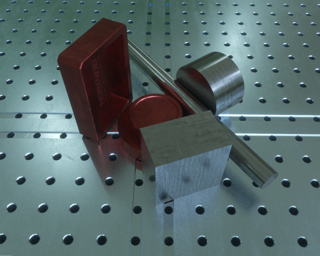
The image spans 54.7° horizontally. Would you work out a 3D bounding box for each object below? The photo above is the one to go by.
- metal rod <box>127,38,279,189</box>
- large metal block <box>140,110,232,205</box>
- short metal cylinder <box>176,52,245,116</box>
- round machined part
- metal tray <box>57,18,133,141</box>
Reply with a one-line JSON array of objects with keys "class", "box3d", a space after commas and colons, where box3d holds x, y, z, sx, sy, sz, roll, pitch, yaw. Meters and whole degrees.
[{"class": "metal rod", "box3d": [0.032, -0.037, 0.411, 0.025, 0.025, 0.300, -28, 56, -22]}, {"class": "large metal block", "box3d": [0.025, 0.034, 0.344, 0.081, 0.080, 0.050, -15, 52, -13]}, {"class": "short metal cylinder", "box3d": [0.066, -0.056, 0.418, 0.050, 0.080, 0.080, -30, 57, -23]}, {"class": "round machined part", "box3d": [-0.006, -0.007, 0.402, 0.099, 0.042, 0.098, 0, 50, 0]}, {"class": "metal tray", "box3d": [-0.073, -0.056, 0.386, 0.030, 0.129, 0.090, 22, 53, 17]}]
